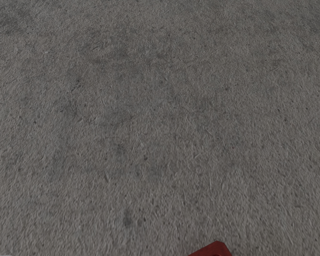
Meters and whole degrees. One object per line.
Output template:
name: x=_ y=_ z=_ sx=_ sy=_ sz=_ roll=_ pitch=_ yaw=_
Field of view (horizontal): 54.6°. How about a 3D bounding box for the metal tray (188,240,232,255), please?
metal tray: x=0.020 y=0.166 z=0.260 sx=0.131 sy=0.030 sz=0.090 roll=-21 pitch=53 yaw=-17
